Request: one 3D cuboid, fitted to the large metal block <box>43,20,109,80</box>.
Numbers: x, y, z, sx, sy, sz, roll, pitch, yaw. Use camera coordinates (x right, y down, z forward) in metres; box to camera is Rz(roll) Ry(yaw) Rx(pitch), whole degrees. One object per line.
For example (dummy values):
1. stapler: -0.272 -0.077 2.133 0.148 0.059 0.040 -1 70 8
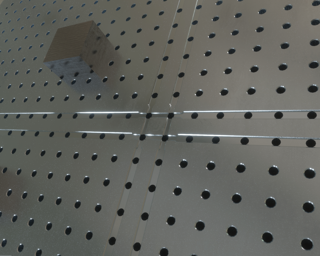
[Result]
1. large metal block: -0.148 -0.137 0.552 0.080 0.050 0.080 -3 60 26
